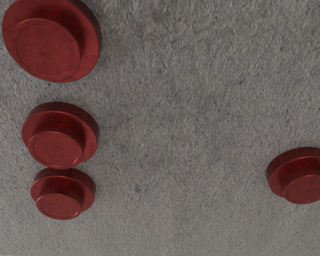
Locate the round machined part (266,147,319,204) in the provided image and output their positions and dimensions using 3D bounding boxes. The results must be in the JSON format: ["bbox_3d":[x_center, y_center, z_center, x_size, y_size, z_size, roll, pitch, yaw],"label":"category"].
[{"bbox_3d":[0.214,0.077,0.464,0.099,0.042,0.097,0,130,0],"label":"round machined part"}]

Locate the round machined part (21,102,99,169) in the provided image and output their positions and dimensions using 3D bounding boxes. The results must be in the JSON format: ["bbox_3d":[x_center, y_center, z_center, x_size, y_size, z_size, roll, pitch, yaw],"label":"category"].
[{"bbox_3d":[-0.132,0.017,0.409,0.099,0.042,0.097,0,130,0],"label":"round machined part"}]

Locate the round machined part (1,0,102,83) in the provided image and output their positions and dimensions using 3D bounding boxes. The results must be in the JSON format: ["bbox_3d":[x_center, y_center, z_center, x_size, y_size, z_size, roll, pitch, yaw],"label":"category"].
[{"bbox_3d":[-0.112,-0.088,0.320,0.099,0.042,0.097,0,130,0],"label":"round machined part"}]

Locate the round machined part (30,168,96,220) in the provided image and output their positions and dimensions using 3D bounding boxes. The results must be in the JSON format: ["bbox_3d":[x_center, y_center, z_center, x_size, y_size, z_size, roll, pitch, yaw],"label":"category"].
[{"bbox_3d":[-0.153,0.108,0.486,0.099,0.042,0.097,0,130,0],"label":"round machined part"}]
